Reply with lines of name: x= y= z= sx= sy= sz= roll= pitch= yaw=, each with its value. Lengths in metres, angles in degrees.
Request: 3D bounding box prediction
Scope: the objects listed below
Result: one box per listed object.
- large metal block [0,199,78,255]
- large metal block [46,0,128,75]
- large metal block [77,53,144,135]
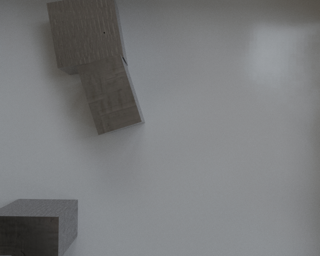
large metal block: x=-0.153 y=0.122 z=0.383 sx=0.081 sy=0.080 sz=0.050 roll=1 pitch=90 yaw=0
large metal block: x=-0.090 y=-0.118 z=0.398 sx=0.080 sy=0.050 sz=0.080 roll=-10 pitch=90 yaw=0
large metal block: x=-0.056 y=-0.038 z=0.383 sx=0.050 sy=0.080 sz=0.080 roll=-18 pitch=90 yaw=0
